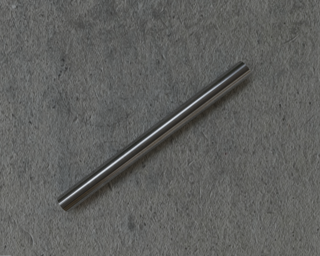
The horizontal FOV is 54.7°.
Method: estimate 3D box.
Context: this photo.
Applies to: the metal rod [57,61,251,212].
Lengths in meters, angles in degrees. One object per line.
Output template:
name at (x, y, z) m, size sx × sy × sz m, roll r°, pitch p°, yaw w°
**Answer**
metal rod at (-0.007, 0.011, 0.411) m, size 0.301 × 0.025 × 0.025 m, roll -37°, pitch 90°, yaw -1°
